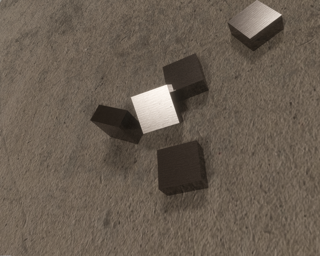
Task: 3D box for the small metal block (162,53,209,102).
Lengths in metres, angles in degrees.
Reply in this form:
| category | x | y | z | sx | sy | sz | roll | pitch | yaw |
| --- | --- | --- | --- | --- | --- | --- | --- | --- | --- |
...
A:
| category | x | y | z | sx | sy | sz | roll | pitch | yaw |
| --- | --- | --- | --- | --- | --- | --- | --- | --- | --- |
| small metal block | 0.035 | -0.068 | 0.427 | 0.050 | 0.025 | 0.050 | -20 | 54 | 16 |

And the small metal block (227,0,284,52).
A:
| category | x | y | z | sx | sy | sz | roll | pitch | yaw |
| --- | --- | --- | --- | --- | --- | --- | --- | --- | --- |
| small metal block | 0.130 | -0.140 | 0.421 | 0.050 | 0.025 | 0.050 | -37 | 51 | 3 |

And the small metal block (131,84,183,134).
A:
| category | x | y | z | sx | sy | sz | roll | pitch | yaw |
| --- | --- | --- | --- | --- | --- | --- | --- | --- | --- |
| small metal block | -0.003 | -0.025 | 0.403 | 0.050 | 0.025 | 0.050 | -17 | 93 | 18 |

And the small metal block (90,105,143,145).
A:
| category | x | y | z | sx | sy | sz | roll | pitch | yaw |
| --- | --- | --- | --- | --- | --- | --- | --- | --- | --- |
| small metal block | -0.056 | -0.005 | 0.418 | 0.050 | 0.050 | 0.025 | 13 | 69 | 33 |

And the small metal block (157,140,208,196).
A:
| category | x | y | z | sx | sy | sz | roll | pitch | yaw |
| --- | --- | --- | --- | --- | --- | --- | --- | --- | --- |
| small metal block | 0.026 | 0.047 | 0.361 | 0.050 | 0.025 | 0.050 | -15 | 56 | 19 |
